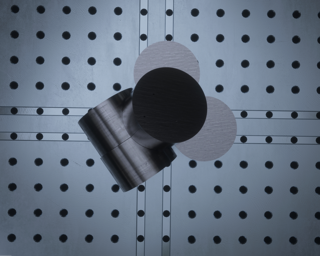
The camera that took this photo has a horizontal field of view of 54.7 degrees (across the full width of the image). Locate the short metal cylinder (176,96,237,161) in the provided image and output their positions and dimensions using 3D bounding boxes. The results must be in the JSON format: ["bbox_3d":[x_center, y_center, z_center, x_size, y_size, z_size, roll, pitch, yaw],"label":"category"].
[{"bbox_3d":[0.053,0.001,0.401,0.081,0.050,0.079,0,90,-1],"label":"short metal cylinder"}]

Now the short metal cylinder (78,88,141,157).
[{"bbox_3d":[-0.053,-0.007,0.385,0.080,0.080,0.050,-34,90,0],"label":"short metal cylinder"}]

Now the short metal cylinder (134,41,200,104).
[{"bbox_3d":[0.008,-0.066,0.400,0.081,0.050,0.079,0,90,-1],"label":"short metal cylinder"}]

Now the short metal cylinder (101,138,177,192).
[{"bbox_3d":[-0.026,0.036,0.385,0.080,0.080,0.050,-34,90,0],"label":"short metal cylinder"}]

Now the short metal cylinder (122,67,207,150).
[{"bbox_3d":[0.004,-0.019,0.337,0.081,0.050,0.080,4,77,-17],"label":"short metal cylinder"}]
